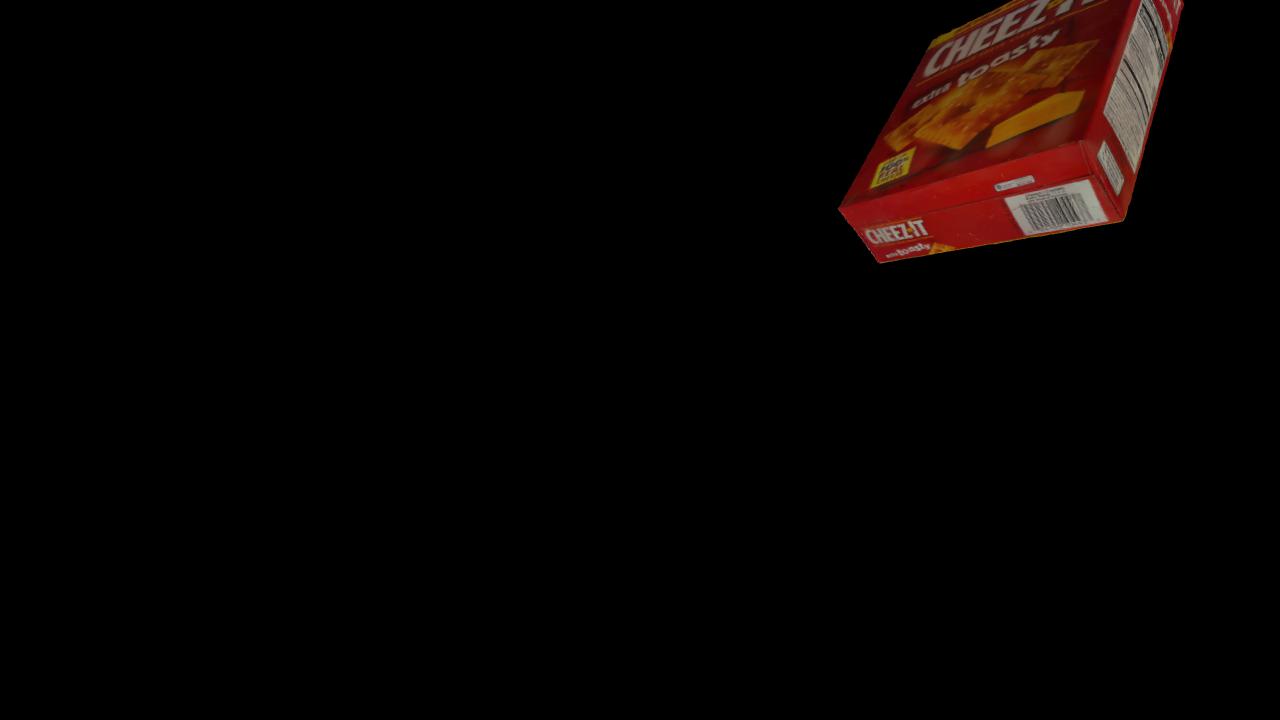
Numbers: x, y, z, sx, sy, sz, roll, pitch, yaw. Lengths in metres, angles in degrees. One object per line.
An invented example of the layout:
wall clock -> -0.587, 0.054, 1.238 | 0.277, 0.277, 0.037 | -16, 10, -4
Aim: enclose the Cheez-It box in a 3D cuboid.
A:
Cheez-It box -> 0.268, -0.182, 0.449 | 0.071, 0.223, 0.166 | 43, -24, -25
